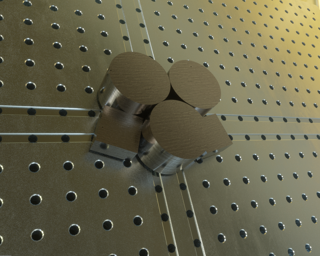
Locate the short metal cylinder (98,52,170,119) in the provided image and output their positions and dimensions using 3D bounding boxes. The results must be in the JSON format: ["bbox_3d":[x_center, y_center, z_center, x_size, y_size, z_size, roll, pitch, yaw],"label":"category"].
[{"bbox_3d":[-0.034,-0.051,0.401,0.081,0.050,0.080,14,56,-21],"label":"short metal cylinder"}]

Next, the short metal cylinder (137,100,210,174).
[{"bbox_3d":[0.014,0.012,0.388,0.081,0.050,0.080,14,56,-21],"label":"short metal cylinder"}]

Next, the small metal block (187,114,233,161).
[{"bbox_3d":[0.065,0.012,0.432,0.050,0.025,0.050,-15,70,-34],"label":"small metal block"}]

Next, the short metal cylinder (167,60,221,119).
[{"bbox_3d":[0.038,-0.049,0.438,0.081,0.050,0.080,14,56,-21],"label":"short metal cylinder"}]

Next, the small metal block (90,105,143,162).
[{"bbox_3d":[-0.051,0.007,0.372,0.050,0.025,0.050,19,54,-17],"label":"small metal block"}]
